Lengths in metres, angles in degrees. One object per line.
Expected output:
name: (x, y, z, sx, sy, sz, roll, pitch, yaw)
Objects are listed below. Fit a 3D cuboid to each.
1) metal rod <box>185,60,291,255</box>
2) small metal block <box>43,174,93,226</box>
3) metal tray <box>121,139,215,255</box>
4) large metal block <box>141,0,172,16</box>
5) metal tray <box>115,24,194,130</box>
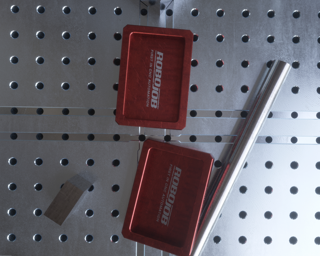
metal rod: (0.099, 0.049, 0.414, 0.025, 0.025, 0.299, 26, 90, -1)
small metal block: (-0.117, 0.091, 0.399, 0.025, 0.050, 0.050, 34, 90, -1)
metal tray: (0.011, 0.086, 0.398, 0.090, 0.030, 0.129, 13, 88, 14)
large metal block: (-0.006, -0.210, 0.401, 0.080, 0.050, 0.080, 38, 90, -1)
metal tray: (-0.007, -0.065, 0.410, 0.091, 0.030, 0.129, 5, 90, -1)
